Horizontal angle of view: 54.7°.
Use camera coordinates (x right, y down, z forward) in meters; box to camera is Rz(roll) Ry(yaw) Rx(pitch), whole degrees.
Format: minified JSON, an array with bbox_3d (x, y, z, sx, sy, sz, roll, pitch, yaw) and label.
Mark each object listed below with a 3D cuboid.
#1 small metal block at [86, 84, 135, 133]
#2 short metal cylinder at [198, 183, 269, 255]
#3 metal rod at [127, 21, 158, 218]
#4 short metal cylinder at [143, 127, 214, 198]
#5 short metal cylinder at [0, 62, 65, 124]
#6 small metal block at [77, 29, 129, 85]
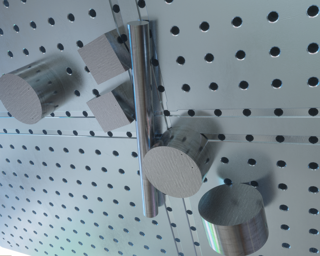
[{"bbox_3d":[-0.065,-0.026,0.430,0.050,0.025,0.050,-18,109,35],"label":"small metal block"},{"bbox_3d":[0.094,0.115,0.397,0.080,0.080,0.050,-3,117,30],"label":"short metal cylinder"},{"bbox_3d":[-0.020,0.009,0.427,0.025,0.025,0.298,12,124,22],"label":"metal rod"},{"bbox_3d":[0.025,0.045,0.410,0.080,0.050,0.079,13,124,21],"label":"short metal cylinder"},{"bbox_3d":[-0.191,-0.052,0.464,0.080,0.050,0.079,13,124,21],"label":"short metal cylinder"},{"bbox_3d":[-0.068,-0.089,0.392,0.050,0.025,0.050,-18,109,35],"label":"small metal block"}]
